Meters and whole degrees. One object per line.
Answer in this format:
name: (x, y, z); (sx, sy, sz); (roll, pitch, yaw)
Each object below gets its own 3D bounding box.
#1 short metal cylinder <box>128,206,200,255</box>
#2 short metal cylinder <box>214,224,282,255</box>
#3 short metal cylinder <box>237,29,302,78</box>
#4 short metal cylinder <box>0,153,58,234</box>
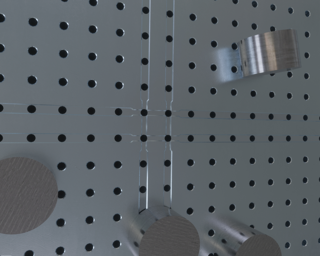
short metal cylinder: (0.004, 0.147, 0.401); (0.081, 0.050, 0.079); (0, 90, -20)
short metal cylinder: (0.126, 0.185, 0.446); (0.081, 0.050, 0.079); (0, 90, -20)
short metal cylinder: (0.155, -0.104, 0.440); (0.081, 0.080, 0.050); (-10, 94, -20)
short metal cylinder: (-0.156, 0.069, 0.342); (0.081, 0.050, 0.079); (0, 90, -20)
